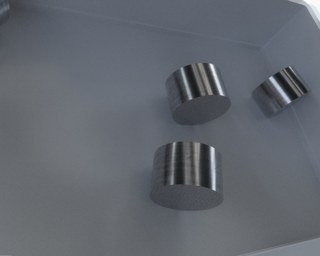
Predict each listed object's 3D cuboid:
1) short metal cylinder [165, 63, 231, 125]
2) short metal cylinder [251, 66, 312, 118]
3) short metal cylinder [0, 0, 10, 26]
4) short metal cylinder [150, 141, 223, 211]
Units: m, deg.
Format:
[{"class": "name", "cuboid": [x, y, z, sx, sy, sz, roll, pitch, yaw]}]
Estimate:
[{"class": "short metal cylinder", "cuboid": [0.051, -0.045, 0.427, 0.081, 0.080, 0.050, 2, 61, -28]}, {"class": "short metal cylinder", "cuboid": [0.202, -0.059, 0.518, 0.081, 0.080, 0.050, -21, 74, -36]}, {"class": "short metal cylinder", "cuboid": [-0.217, -0.138, 0.338, 0.080, 0.080, 0.050, 34, 51, -6]}, {"class": "short metal cylinder", "cuboid": [0.031, 0.057, 0.354, 0.081, 0.080, 0.050, 18, 55, -18]}]
